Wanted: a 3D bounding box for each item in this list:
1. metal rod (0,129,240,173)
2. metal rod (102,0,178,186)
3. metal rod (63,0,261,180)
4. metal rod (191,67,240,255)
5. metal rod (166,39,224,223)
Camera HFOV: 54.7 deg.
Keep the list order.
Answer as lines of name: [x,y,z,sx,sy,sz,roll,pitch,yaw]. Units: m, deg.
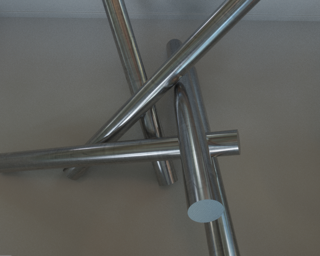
metal rod: [-0.066,0.029,0.345,0.301,0.025,0.025,-6,69,19]
metal rod: [-0.033,-0.075,0.374,0.025,0.025,0.298,-17,95,-6]
metal rod: [-0.008,-0.042,0.346,0.299,0.025,0.025,-43,74,18]
metal rod: [0.048,0.026,0.335,0.025,0.025,0.300,-3,45,-1]
metal rod: [0.027,-0.031,0.335,0.025,0.025,0.300,-2,36,-1]
